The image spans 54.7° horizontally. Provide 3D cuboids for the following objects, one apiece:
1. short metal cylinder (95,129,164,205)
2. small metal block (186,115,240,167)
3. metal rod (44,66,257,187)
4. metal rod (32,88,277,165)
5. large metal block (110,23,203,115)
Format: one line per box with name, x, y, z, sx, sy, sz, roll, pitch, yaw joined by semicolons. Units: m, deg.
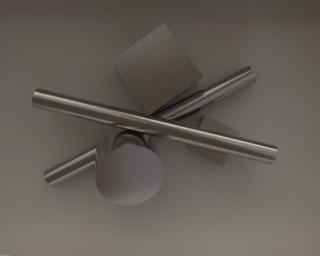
short metal cylinder;-0.039;0.047;0.383;0.081;0.050;0.079;-5;112;-11
small metal block;0.069;0.016;0.409;0.050;0.025;0.050;27;90;-1
metal rod;-0.012;-0.002;0.409;0.301;0.025;0.025;-27;90;-1
metal rod;-0.006;-0.002;0.385;0.302;0.025;0.025;14;90;-1
large metal block;-0.004;-0.071;0.397;0.080;0.050;0.080;-36;90;0
